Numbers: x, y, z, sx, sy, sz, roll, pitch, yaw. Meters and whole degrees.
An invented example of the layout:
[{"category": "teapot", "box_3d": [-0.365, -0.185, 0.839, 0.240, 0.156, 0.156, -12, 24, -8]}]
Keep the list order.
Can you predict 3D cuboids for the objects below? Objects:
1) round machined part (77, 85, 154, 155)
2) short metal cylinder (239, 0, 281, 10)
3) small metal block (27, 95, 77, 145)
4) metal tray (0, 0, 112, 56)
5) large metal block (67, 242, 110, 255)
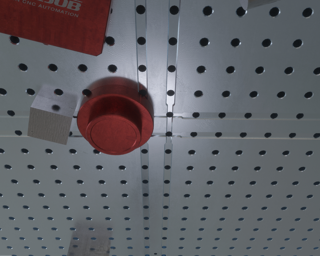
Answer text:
[{"category": "round machined part", "box_3d": [-0.057, -0.003, 0.397, 0.099, 0.042, 0.097, 0, 130, 0]}, {"category": "short metal cylinder", "box_3d": [0.088, -0.144, 0.253, 0.050, 0.080, 0.080, -13, 129, 11]}, {"category": "small metal block", "box_3d": [-0.140, -0.009, 0.402, 0.050, 0.025, 0.050, 15, 129, -13]}, {"category": "metal tray", "box_3d": [-0.113, -0.129, 0.297, 0.131, 0.030, 0.089, 12, 129, -11]}, {"category": "large metal block", "box_3d": [-0.148, 0.281, 0.633, 0.081, 0.050, 0.079, 8, 130, -7]}]
